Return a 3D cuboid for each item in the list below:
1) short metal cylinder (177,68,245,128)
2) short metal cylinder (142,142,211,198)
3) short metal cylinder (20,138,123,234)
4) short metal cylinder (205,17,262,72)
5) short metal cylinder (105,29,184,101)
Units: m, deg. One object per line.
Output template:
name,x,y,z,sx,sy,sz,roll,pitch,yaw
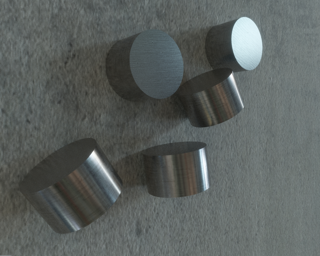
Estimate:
short metal cylinder,0.070,-0.043,0.430,0.080,0.080,0.050,-40,115,-33
short metal cylinder,0.021,0.049,0.389,0.081,0.080,0.050,-13,99,-40
short metal cylinder,-0.084,0.053,0.300,0.080,0.080,0.050,-43,117,-32
short metal cylinder,0.117,-0.128,0.489,0.081,0.050,0.079,0,90,-40
short metal cylinder,-0.018,-0.074,0.375,0.081,0.050,0.079,0,90,-40
